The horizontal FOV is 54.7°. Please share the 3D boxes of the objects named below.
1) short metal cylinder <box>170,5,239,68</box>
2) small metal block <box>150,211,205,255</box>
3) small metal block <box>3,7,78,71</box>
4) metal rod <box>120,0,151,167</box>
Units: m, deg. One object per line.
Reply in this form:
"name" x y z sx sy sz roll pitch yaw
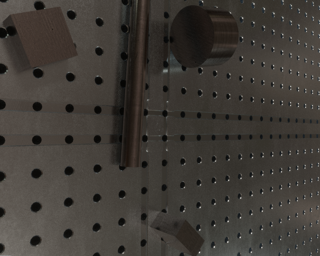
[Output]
"short metal cylinder" 0.059 -0.124 0.425 0.050 0.080 0.079 -14 99 -40
"small metal block" 0.023 0.142 0.415 0.050 0.050 0.025 52 59 -28
"small metal block" -0.119 -0.089 0.311 0.050 0.025 0.050 -28 108 -37
"metal rod" -0.028 -0.102 0.387 0.025 0.025 0.298 6 87 -40
